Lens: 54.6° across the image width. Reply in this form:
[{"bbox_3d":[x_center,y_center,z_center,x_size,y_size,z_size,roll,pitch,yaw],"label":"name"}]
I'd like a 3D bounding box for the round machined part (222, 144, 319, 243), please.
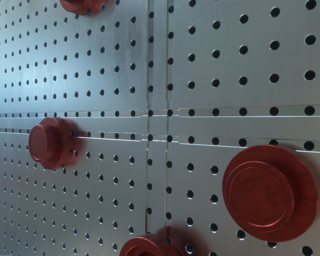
[{"bbox_3d":[0.106,0.066,0.312,0.098,0.042,0.097,0,90,40],"label":"round machined part"}]

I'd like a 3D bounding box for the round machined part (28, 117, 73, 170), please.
[{"bbox_3d":[-0.206,0.028,0.571,0.098,0.042,0.097,0,90,40],"label":"round machined part"}]

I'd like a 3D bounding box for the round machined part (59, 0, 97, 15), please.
[{"bbox_3d":[-0.144,-0.244,0.519,0.098,0.042,0.097,0,90,40],"label":"round machined part"}]

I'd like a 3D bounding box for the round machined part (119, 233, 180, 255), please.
[{"bbox_3d":[-0.007,0.187,0.404,0.098,0.042,0.097,-1,88,41],"label":"round machined part"}]
